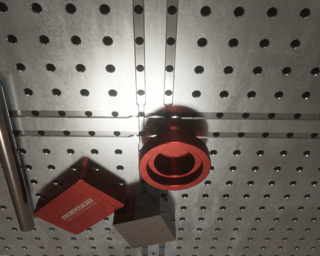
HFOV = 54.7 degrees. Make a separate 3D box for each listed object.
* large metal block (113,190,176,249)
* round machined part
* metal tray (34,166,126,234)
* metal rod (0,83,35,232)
[{"bbox_3d":[-0.024,0.157,0.529,0.080,0.050,0.080,-16,129,12],"label":"large metal block"},{"bbox_3d":[0.020,0.041,0.436,0.099,0.042,0.097,-1,130,0],"label":"round machined part"},{"bbox_3d":[-0.132,0.123,0.511,0.130,0.030,0.090,-36,122,26],"label":"metal tray"},{"bbox_3d":[-0.220,0.063,0.462,0.025,0.025,0.298,5,130,-5],"label":"metal rod"}]
